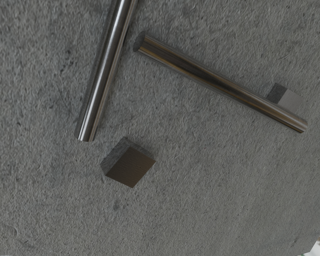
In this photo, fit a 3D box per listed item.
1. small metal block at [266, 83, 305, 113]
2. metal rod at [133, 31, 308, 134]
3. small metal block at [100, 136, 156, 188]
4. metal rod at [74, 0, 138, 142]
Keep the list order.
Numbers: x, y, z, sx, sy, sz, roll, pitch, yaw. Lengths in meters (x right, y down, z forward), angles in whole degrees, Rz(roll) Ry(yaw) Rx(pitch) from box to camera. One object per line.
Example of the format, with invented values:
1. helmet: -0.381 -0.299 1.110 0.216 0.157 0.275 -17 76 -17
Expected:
1. small metal block: 0.193 -0.038 0.492 0.050 0.025 0.050 18 109 -36
2. metal rod: 0.099 -0.049 0.413 0.302 0.025 0.025 20 107 -30
3. small metal block: -0.043 0.047 0.414 0.050 0.025 0.050 -49 129 6
4. metal rod: -0.038 -0.120 0.312 0.025 0.025 0.298 8 115 -32
